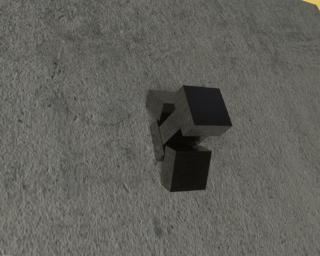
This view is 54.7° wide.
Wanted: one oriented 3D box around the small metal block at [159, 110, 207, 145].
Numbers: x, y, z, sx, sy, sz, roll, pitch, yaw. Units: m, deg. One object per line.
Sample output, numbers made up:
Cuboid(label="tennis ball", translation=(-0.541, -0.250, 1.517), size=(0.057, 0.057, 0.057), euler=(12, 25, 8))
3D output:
Cuboid(label="small metal block", translation=(0.034, -0.001, 0.377), size=(0.050, 0.050, 0.025), euler=(2, 61, -28))

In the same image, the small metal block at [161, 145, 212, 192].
Cuboid(label="small metal block", translation=(0.032, 0.049, 0.378), size=(0.050, 0.025, 0.050), euler=(2, 101, -28))

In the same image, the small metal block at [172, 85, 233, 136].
Cuboid(label="small metal block", translation=(0.047, -0.019, 0.347), size=(0.050, 0.025, 0.050), euler=(1, 61, -28))

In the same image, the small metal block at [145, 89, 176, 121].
Cuboid(label="small metal block", translation=(0.015, -0.030, 0.417), size=(0.050, 0.025, 0.050), euler=(2, 25, -27))

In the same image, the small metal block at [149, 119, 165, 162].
Cuboid(label="small metal block", translation=(0.018, 0.017, 0.407), size=(0.050, 0.025, 0.050), euler=(2, 61, -27))
